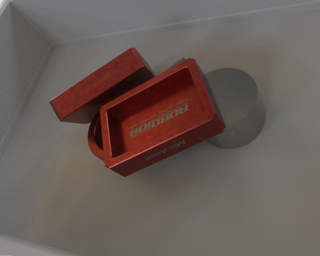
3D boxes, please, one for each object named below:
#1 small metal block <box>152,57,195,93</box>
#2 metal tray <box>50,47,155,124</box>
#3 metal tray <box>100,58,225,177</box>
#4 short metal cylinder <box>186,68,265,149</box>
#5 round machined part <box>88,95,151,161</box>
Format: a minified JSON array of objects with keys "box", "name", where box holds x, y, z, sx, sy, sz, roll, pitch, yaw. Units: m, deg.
[{"box":[0.025,-0.056,0.407,0.050,0.050,0.025,-36,51,2],"name":"small metal block"},{"box":[-0.073,-0.053,0.429,0.130,0.090,0.030,-32,84,7],"name":"metal tray"},{"box":[-0.004,-0.011,0.347,0.130,0.030,0.090,-26,52,17],"name":"metal tray"},{"box":[0.076,-0.023,0.360,0.080,0.050,0.080,-13,56,20],"name":"short metal cylinder"},{"box":[-0.043,0.006,0.412,0.098,0.042,0.098,-13,56,20],"name":"round machined part"}]
